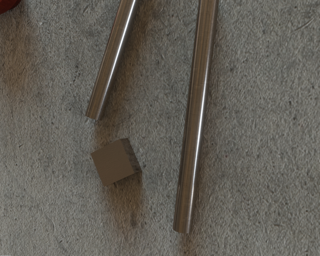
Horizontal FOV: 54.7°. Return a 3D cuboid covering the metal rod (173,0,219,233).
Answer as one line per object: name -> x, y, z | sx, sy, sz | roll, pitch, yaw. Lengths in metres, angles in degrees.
metal rod -> 0.045, -0.017, 0.392 | 0.025, 0.025, 0.298 | 7, 92, 19

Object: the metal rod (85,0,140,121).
metal rod -> -0.047, -0.155, 0.424 | 0.025, 0.025, 0.298 | 21, 97, 18

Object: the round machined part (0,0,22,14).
round machined part -> -0.255, -0.226, 0.488 | 0.098, 0.042, 0.097 | 0, 90, 19

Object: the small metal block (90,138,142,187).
small metal block -> -0.061, 0.047, 0.429 | 0.050, 0.025, 0.050 | -26, 82, 17
